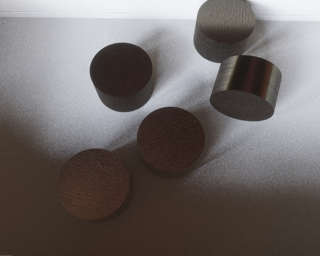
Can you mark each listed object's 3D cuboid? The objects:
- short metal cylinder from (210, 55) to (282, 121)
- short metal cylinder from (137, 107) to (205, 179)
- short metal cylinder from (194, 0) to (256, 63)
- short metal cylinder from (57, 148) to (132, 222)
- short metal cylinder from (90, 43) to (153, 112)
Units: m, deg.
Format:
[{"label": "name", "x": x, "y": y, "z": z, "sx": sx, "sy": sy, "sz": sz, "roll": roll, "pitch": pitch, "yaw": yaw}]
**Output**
[{"label": "short metal cylinder", "x": 0.110, "y": -0.049, "z": 0.399, "sx": 0.080, "sy": 0.080, "sz": 0.050, "roll": 17, "pitch": 71, "yaw": 6}, {"label": "short metal cylinder", "x": 0.013, "y": 0.020, "z": 0.389, "sx": 0.081, "sy": 0.050, "sz": 0.080, "roll": 0, "pitch": 70, "yaw": 0}, {"label": "short metal cylinder", "x": 0.091, "y": -0.142, "z": 0.449, "sx": 0.081, "sy": 0.050, "sz": 0.080, "roll": 0, "pitch": 70, "yaw": 0}, {"label": "short metal cylinder", "x": -0.074, "y": 0.070, "z": 0.370, "sx": 0.081, "sy": 0.050, "sz": 0.080, "roll": 0, "pitch": 70, "yaw": 0}, {"label": "short metal cylinder", "x": -0.050, "y": -0.068, "z": 0.421, "sx": 0.081, "sy": 0.050, "sz": 0.080, "roll": 0, "pitch": 70, "yaw": 0}]
